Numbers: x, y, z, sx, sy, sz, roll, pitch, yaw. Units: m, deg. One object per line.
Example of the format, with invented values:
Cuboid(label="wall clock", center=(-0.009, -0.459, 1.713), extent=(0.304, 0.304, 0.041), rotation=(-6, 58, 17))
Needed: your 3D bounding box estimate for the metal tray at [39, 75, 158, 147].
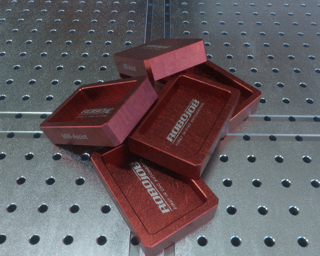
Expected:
Cuboid(label="metal tray", center=(-0.077, -0.021, 0.381), extent=(0.130, 0.030, 0.090), rotation=(0, 42, 40))

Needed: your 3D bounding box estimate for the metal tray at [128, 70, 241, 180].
Cuboid(label="metal tray", center=(0.032, -0.011, 0.375), extent=(0.090, 0.030, 0.130), rotation=(23, 53, 17))

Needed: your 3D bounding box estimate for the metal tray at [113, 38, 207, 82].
Cuboid(label="metal tray", center=(-0.004, -0.103, 0.452), extent=(0.091, 0.030, 0.130), rotation=(-24, 24, -20))

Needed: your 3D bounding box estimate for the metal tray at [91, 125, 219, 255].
Cuboid(label="metal tray", center=(-0.009, 0.063, 0.351), extent=(0.091, 0.030, 0.130), rotation=(-26, 55, -21))

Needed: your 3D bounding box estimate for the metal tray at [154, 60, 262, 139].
Cuboid(label="metal tray", center=(0.066, -0.052, 0.448), extent=(0.091, 0.030, 0.130), rotation=(-36, 59, -27))
